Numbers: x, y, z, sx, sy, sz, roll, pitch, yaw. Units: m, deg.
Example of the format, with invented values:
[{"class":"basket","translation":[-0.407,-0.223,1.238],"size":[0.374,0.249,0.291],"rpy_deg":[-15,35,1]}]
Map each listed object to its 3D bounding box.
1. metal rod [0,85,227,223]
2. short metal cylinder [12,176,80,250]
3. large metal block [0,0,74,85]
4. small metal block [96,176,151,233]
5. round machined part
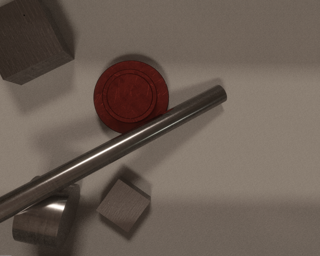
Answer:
[{"class":"metal rod","translation":[-0.046,0.021,0.370],"size":[0.302,0.025,0.025],"rpy_deg":[-28,90,-17]},{"class":"short metal cylinder","translation":[-0.137,0.104,0.382],"size":[0.050,0.080,0.080],"rpy_deg":[13,90,0]},{"class":"large metal block","translation":[-0.170,-0.111,0.397],"size":[0.080,0.050,0.080],"rpy_deg":[-26,90,-1]},{"class":"small metal block","translation":[-0.047,0.100,0.411],"size":[0.050,0.025,0.050],"rpy_deg":[36,90,-1]},{"class":"round machined part","translation":[-0.037,-0.040,0.402],"size":[0.099,0.042,0.097],"rpy_deg":[0,90,-1]}]
